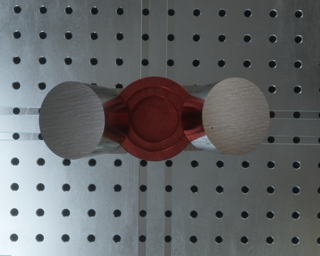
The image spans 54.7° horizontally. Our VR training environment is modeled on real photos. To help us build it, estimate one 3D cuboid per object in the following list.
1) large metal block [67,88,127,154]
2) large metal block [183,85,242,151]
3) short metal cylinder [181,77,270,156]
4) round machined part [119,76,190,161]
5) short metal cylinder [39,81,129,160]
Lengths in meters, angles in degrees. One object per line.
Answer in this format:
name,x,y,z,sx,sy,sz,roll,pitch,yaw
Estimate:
large metal block,-0.081,-0.009,0.400,0.081,0.050,0.080,1,90,0
large metal block,0.069,-0.013,0.401,0.081,0.050,0.080,-1,90,0
short metal cylinder,0.070,-0.012,0.338,0.081,0.050,0.080,0,90,-20
round machined part,-0.006,-0.011,0.375,0.099,0.042,0.097,0,90,0
short metal cylinder,-0.082,-0.008,0.337,0.080,0.050,0.079,0,91,21
